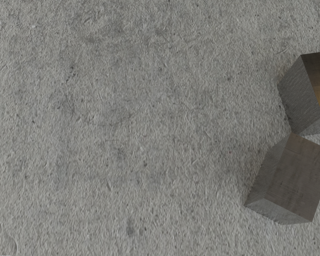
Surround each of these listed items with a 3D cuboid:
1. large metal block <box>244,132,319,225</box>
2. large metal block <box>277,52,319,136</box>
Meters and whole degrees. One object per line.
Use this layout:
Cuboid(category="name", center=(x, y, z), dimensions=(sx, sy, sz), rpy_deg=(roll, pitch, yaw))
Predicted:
Cuboid(category="large metal block", center=(0.146, 0.062, 0.357), dimensions=(0.050, 0.080, 0.080), rpy_deg=(26, 72, 9))
Cuboid(category="large metal block", center=(0.199, -0.041, 0.395), dimensions=(0.050, 0.080, 0.080), rpy_deg=(-9, 70, -3))
